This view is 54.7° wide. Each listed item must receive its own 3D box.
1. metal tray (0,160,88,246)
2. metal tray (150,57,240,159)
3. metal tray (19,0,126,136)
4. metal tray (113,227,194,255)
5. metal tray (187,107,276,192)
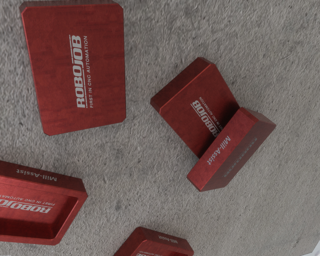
[{"bbox_3d":[-0.166,0.092,0.369,0.131,0.030,0.090,22,106,-37],"label":"metal tray"},{"bbox_3d":[0.058,-0.020,0.423,0.090,0.030,0.130,-42,130,0],"label":"metal tray"},{"bbox_3d":[-0.084,-0.061,0.320,0.091,0.030,0.129,-12,124,-22],"label":"metal tray"},{"bbox_3d":[-0.013,0.226,0.535,0.131,0.030,0.090,31,101,-38],"label":"metal tray"},{"bbox_3d":[0.106,0.034,0.456,0.091,0.030,0.129,8,122,-54],"label":"metal tray"}]
